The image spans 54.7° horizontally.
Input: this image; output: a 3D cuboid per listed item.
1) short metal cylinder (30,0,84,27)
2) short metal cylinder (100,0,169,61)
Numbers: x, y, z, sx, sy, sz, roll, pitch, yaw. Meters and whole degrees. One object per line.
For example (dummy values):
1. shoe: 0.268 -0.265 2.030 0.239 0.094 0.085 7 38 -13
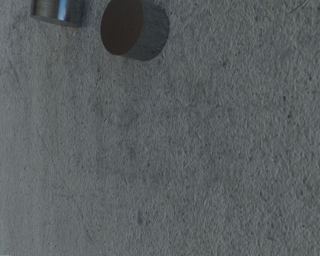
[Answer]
1. short metal cylinder: -0.168 -0.200 0.508 0.080 0.081 0.050 17 101 39
2. short metal cylinder: -0.034 -0.134 0.417 0.080 0.050 0.080 0 90 40
